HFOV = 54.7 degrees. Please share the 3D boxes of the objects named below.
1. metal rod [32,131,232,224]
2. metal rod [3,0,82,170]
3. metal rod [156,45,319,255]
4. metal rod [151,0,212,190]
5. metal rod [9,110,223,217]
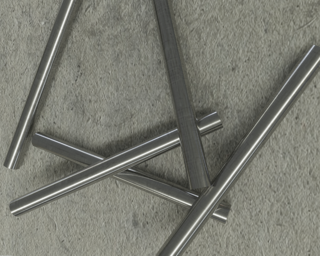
[{"bbox_3d":[-0.052,0.061,0.427,0.301,0.025,0.025,18,96,19],"label":"metal rod"},{"bbox_3d":[-0.177,-0.076,0.471,0.025,0.025,0.298,26,98,18],"label":"metal rod"},{"bbox_3d":[0.092,0.036,0.358,0.025,0.025,0.299,37,95,16],"label":"metal rod"},{"bbox_3d":[0.019,-0.076,0.381,0.025,0.025,0.299,-15,77,19],"label":"metal rod"},{"bbox_3d":[-0.062,0.049,0.405,0.301,0.025,0.025,-24,82,8],"label":"metal rod"}]
